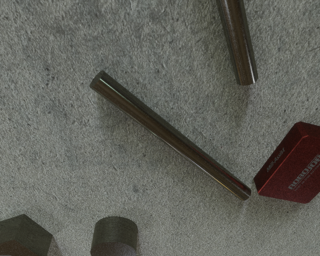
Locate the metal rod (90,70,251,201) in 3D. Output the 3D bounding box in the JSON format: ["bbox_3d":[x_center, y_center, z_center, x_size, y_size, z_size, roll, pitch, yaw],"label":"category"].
[{"bbox_3d":[0.032,0.025,0.428,0.025,0.025,0.301,-37,122,26],"label":"metal rod"}]

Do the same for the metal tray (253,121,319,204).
[{"bbox_3d":[0.210,0.056,0.455,0.091,0.030,0.129,12,129,-11],"label":"metal tray"}]

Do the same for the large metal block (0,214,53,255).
[{"bbox_3d":[-0.260,0.209,0.565,0.080,0.050,0.080,-20,128,16],"label":"large metal block"}]

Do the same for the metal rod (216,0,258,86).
[{"bbox_3d":[0.049,-0.163,0.269,0.025,0.025,0.299,-16,129,13],"label":"metal rod"}]

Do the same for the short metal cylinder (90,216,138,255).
[{"bbox_3d":[-0.082,0.206,0.565,0.081,0.050,0.079,0,130,0],"label":"short metal cylinder"}]
